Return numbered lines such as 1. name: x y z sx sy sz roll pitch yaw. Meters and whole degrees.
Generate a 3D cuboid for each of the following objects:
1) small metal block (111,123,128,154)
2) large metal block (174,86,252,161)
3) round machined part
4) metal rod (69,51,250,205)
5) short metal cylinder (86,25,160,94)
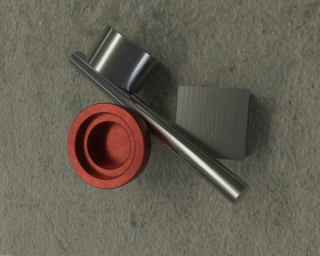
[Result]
1. small metal block: -0.044 0.007 0.412 0.025 0.050 0.050 -2 89 20
2. large metal block: 0.065 -0.006 0.374 0.080 0.050 0.079 5 92 19
3. round machined part: -0.056 0.020 0.367 0.098 0.042 0.097 1 92 19
4. metal rod: -0.021 -0.017 0.377 0.300 0.025 0.025 40 103 30
5. short metal cylinder: -0.047 -0.088 0.396 0.080 0.080 0.050 39 102 15
